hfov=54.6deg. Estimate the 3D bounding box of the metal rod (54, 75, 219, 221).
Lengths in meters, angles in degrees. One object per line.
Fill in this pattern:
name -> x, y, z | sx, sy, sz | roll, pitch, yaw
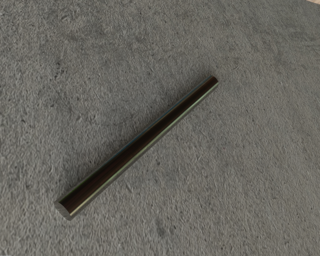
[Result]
metal rod -> -0.007, 0.005, 0.399 | 0.025, 0.025, 0.302 | 46, 51, 4
